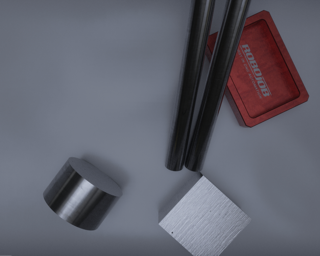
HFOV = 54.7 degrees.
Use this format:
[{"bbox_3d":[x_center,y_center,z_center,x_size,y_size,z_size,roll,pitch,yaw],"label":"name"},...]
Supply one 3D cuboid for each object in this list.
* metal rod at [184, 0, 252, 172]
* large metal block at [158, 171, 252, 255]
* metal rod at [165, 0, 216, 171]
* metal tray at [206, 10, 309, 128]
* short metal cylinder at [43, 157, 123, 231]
[{"bbox_3d":[0.071,-0.079,0.346,0.025,0.025,0.298,11,117,-1],"label":"metal rod"},{"bbox_3d":[0.055,0.113,0.400,0.080,0.050,0.080,42,90,-1],"label":"large metal block"},{"bbox_3d":[0.038,-0.080,0.345,0.025,0.025,0.298,8,118,-1],"label":"metal rod"},{"bbox_3d":[0.125,-0.076,0.410,0.090,0.030,0.129,-26,90,-1],"label":"metal tray"},{"bbox_3d":[-0.094,0.080,0.383,0.080,0.080,0.050,36,90,-1],"label":"short metal cylinder"}]
